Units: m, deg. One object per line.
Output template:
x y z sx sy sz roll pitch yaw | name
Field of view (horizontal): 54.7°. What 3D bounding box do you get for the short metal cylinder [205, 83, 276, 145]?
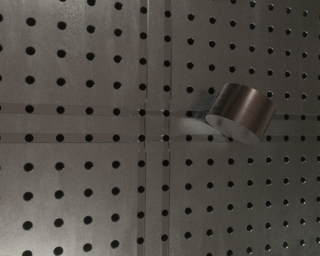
0.110 -0.018 0.426 0.080 0.080 0.050 33 79 -18 | short metal cylinder
